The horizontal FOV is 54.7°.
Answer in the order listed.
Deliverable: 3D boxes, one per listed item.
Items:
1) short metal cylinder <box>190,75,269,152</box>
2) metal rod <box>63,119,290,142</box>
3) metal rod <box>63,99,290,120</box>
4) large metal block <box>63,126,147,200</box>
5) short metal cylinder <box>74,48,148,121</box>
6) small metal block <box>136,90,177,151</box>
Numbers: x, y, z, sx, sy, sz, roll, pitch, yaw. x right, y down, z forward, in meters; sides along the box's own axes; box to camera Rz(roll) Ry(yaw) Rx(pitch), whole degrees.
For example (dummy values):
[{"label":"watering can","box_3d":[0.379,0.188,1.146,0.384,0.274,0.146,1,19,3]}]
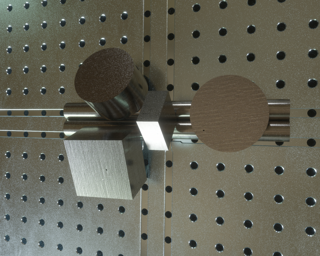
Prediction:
[{"label":"short metal cylinder","box_3d":[0.078,-0.015,0.341,0.080,0.050,0.079,0,90,20]},{"label":"metal rod","box_3d":[0.007,0.002,0.406,0.301,0.025,0.025,1,90,19]},{"label":"metal rod","box_3d":[0.007,-0.023,0.406,0.301,0.025,0.025,1,90,19]},{"label":"large metal block","box_3d":[-0.069,0.043,0.405,0.080,0.050,0.079,-1,110,20]},{"label":"short metal cylinder","box_3d":[-0.062,-0.056,0.402,0.080,0.050,0.080,-7,64,16]},{"label":"small metal block","box_3d":[-0.002,-0.009,0.366,0.025,0.050,0.050,1,48,20]}]
